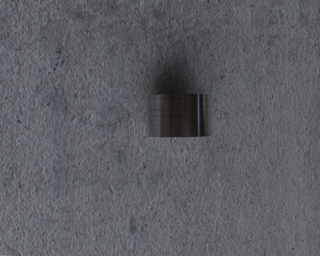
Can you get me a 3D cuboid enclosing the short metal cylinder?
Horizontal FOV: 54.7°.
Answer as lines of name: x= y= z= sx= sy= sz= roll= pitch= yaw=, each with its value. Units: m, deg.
short metal cylinder: x=0.024 y=-0.015 z=0.391 sx=0.081 sy=0.080 sz=0.050 roll=-1 pitch=91 yaw=-20
